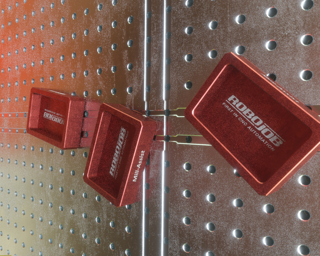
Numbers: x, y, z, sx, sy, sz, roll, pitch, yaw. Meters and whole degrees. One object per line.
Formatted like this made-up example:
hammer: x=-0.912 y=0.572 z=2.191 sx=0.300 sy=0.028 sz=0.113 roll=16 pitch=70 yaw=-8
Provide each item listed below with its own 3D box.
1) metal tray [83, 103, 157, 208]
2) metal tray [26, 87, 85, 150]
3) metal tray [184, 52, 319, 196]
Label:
metal tray: x=-0.062 y=0.037 z=0.454 sx=0.090 sy=0.030 sz=0.129 roll=26 pitch=106 yaw=36
metal tray: x=-0.192 y=-0.020 z=0.560 sx=0.130 sy=0.030 sz=0.089 roll=16 pitch=100 yaw=38
metal tray: x=0.095 y=-0.007 z=0.326 sx=0.130 sy=0.030 sz=0.089 roll=49 pitch=119 yaw=28
